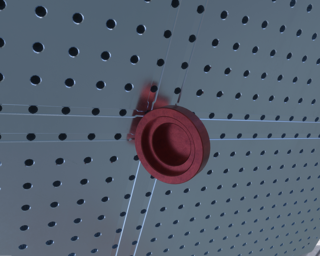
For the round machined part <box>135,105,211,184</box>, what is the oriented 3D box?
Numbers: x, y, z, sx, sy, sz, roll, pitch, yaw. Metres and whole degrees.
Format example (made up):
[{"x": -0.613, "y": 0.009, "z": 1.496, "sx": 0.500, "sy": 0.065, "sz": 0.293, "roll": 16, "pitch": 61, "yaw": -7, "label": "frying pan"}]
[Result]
[{"x": 0.020, "y": 0.019, "z": 0.398, "sx": 0.042, "sy": 0.098, "sz": 0.097, "roll": -21, "pitch": 134, "yaw": -56, "label": "round machined part"}]
